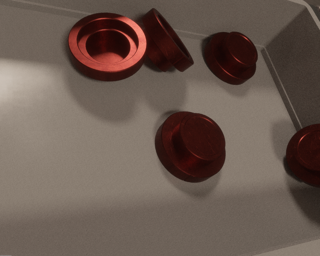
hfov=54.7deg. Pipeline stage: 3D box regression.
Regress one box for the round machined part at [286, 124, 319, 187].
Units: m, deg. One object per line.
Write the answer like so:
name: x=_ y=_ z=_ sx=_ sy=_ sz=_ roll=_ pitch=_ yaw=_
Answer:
round machined part: x=0.241 y=0.038 z=0.465 sx=0.042 sy=0.098 sz=0.098 roll=37 pitch=40 yaw=-50

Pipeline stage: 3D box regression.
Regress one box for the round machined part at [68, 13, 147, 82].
round machined part: x=-0.068 y=-0.101 z=0.410 sx=0.099 sy=0.042 sz=0.098 roll=4 pitch=63 yaw=-8

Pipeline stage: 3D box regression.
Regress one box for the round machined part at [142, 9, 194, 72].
round machined part: x=0.004 y=-0.121 z=0.453 sx=0.098 sy=0.042 sz=0.098 roll=48 pitch=19 yaw=-22

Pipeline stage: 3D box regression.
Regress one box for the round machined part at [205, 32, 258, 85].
round machined part: x=0.130 y=-0.128 z=0.539 sx=0.099 sy=0.042 sz=0.098 roll=12 pitch=62 yaw=-24

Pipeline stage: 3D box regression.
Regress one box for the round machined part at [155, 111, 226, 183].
round machined part: x=0.047 y=0.019 z=0.410 sx=0.099 sy=0.042 sz=0.098 roll=14 pitch=56 yaw=-21
